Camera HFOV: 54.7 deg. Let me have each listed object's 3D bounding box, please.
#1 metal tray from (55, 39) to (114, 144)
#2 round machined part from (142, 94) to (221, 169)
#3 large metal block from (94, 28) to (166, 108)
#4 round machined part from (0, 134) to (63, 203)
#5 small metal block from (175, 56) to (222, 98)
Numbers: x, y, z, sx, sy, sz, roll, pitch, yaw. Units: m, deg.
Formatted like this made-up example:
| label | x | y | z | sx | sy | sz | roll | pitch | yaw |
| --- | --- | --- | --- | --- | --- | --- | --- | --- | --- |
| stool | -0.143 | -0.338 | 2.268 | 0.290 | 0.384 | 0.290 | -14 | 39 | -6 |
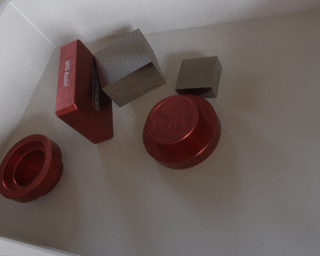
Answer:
| label | x | y | z | sx | sy | sz | roll | pitch | yaw |
| --- | --- | --- | --- | --- | --- | --- | --- | --- | --- |
| metal tray | -0.106 | -0.053 | 0.449 | 0.030 | 0.090 | 0.130 | -20 | 54 | 16 |
| round machined part | 0.022 | -0.002 | 0.383 | 0.098 | 0.042 | 0.098 | -13 | 56 | 20 |
| large metal block | -0.046 | -0.091 | 0.468 | 0.080 | 0.050 | 0.080 | -27 | 53 | 11 |
| round machined part | -0.182 | 0.061 | 0.450 | 0.098 | 0.042 | 0.098 | -13 | 56 | 20 |
| small metal block | 0.053 | -0.067 | 0.418 | 0.050 | 0.025 | 0.050 | 0 | 62 | 28 |
